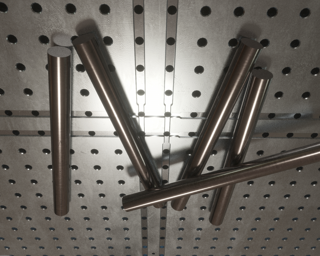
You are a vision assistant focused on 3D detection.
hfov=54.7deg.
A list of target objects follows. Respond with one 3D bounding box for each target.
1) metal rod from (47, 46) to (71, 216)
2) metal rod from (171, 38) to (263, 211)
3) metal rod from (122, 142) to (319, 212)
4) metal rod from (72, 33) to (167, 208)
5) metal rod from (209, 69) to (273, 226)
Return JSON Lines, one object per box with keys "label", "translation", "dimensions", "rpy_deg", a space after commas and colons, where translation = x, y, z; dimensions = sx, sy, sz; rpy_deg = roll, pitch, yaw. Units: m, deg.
{"label": "metal rod", "translation": [-0.139, 0.028, 0.433], "dimensions": [0.025, 0.025, 0.298], "rpy_deg": [8, 130, -8]}
{"label": "metal rod", "translation": [0.065, 0.019, 0.428], "dimensions": [0.025, 0.025, 0.298], "rpy_deg": [10, 130, -9]}
{"label": "metal rod", "translation": [0.086, 0.071, 0.439], "dimensions": [0.301, 0.025, 0.025], "rpy_deg": [-18, 128, 14]}
{"label": "metal rod", "translation": [-0.041, 0.014, 0.423], "dimensions": [0.025, 0.025, 0.299], "rpy_deg": [-12, 129, 10]}
{"label": "metal rod", "translation": [0.109, 0.050, 0.456], "dimensions": [0.025, 0.025, 0.298], "rpy_deg": [3, 130, -3]}
